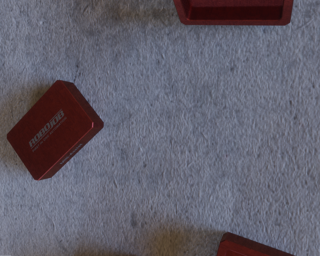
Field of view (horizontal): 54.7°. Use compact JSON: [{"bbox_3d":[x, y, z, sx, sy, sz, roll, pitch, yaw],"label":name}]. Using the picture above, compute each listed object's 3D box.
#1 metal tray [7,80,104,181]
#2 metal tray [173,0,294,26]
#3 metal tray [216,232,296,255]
[{"bbox_3d":[-0.158,0.004,0.460,0.130,0.030,0.090,-42,77,14],"label":"metal tray"},{"bbox_3d":[0.080,-0.154,0.343,0.130,0.090,0.030,7,73,19],"label":"metal tray"},{"bbox_3d":[0.103,0.203,0.369,0.090,0.030,0.129,15,95,19],"label":"metal tray"}]
